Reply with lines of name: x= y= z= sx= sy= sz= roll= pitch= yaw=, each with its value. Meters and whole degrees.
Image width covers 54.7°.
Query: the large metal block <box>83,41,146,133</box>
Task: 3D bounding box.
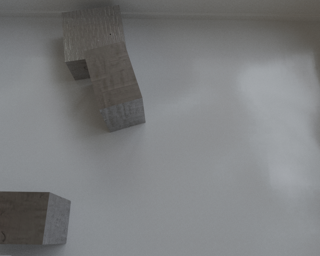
large metal block: x=-0.056 y=-0.050 z=0.398 sx=0.050 sy=0.080 sz=0.080 roll=-17 pitch=71 yaw=-6

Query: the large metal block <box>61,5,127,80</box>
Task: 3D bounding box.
large metal block: x=-0.090 y=-0.120 z=0.440 sx=0.081 sy=0.050 sz=0.080 roll=-9 pitch=70 yaw=-4

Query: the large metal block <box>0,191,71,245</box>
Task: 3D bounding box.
large metal block: x=-0.152 y=0.101 z=0.342 sx=0.080 sy=0.080 sz=0.050 roll=1 pitch=70 yaw=0
